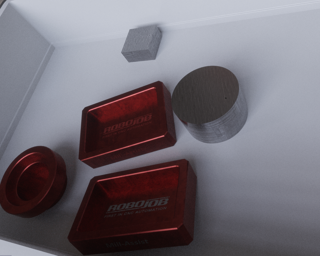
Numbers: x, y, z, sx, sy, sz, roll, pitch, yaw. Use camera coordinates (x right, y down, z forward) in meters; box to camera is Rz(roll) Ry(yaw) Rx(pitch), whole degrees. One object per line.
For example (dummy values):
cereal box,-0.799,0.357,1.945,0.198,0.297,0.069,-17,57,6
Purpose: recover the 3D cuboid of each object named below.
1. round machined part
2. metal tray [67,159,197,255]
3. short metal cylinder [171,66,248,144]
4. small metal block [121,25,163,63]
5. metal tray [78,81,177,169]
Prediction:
round machined part,-0.171,0.078,0.435,0.098,0.042,0.098,-13,56,20
metal tray,-0.028,0.087,0.343,0.130,0.030,0.090,-13,36,20
short metal cylinder,0.061,-0.028,0.374,0.080,0.050,0.080,-13,56,20
small metal block,-0.029,-0.136,0.503,0.050,0.025,0.050,1,62,28
metal tray,-0.047,-0.004,0.427,0.130,0.030,0.090,-17,55,17
